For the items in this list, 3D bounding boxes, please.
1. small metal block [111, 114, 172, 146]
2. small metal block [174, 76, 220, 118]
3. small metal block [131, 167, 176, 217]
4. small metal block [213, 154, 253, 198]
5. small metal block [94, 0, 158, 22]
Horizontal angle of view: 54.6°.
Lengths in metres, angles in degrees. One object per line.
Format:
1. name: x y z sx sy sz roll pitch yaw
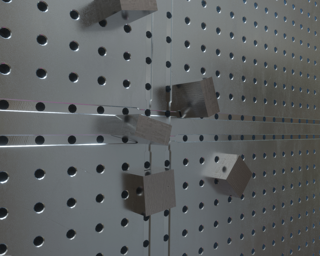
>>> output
1. small metal block: -0.023 0.003 0.373 0.050 0.050 0.025 19 78 -38
2. small metal block: 0.051 -0.042 0.435 0.025 0.050 0.050 -25 106 -37
3. small metal block: -0.008 0.081 0.402 0.050 0.025 0.050 -6 94 -40
4. small metal block: 0.121 0.078 0.509 0.050 0.025 0.050 51 60 -28
5. small metal block: -0.040 -0.142 0.358 0.050 0.050 0.025 -17 101 -39
